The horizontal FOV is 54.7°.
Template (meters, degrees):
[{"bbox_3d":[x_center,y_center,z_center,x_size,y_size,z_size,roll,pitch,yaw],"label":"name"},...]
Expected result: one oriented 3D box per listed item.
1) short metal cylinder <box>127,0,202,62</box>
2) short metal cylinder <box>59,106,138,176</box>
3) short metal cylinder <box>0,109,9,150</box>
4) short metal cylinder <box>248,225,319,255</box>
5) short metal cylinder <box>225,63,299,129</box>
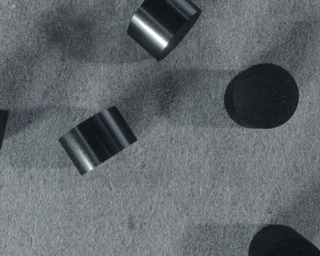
[{"bbox_3d":[0.005,-0.130,0.383,0.050,0.080,0.080,42,90,-1],"label":"short metal cylinder"},{"bbox_3d":[-0.075,0.016,0.382,0.080,0.080,0.050,-33,90,0],"label":"short metal cylinder"},{"bbox_3d":[-0.234,-0.004,0.379,0.080,0.080,0.050,11,90,-1],"label":"short metal cylinder"},{"bbox_3d":[0.162,0.172,0.400,0.081,0.050,0.079,0,90,-1],"label":"short metal cylinder"},{"bbox_3d":[0.128,-0.039,0.399,0.081,0.050,0.079,0,90,-1],"label":"short metal cylinder"}]
